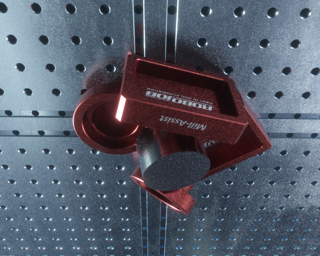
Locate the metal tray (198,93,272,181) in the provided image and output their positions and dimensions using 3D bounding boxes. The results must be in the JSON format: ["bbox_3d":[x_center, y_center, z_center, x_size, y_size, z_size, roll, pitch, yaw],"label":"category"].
[{"bbox_3d":[0.072,0.019,0.425,0.130,0.030,0.090,-29,125,22],"label":"metal tray"}]

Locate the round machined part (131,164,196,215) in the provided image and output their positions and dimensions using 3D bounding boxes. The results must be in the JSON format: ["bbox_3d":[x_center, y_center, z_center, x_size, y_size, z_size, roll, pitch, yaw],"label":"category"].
[{"bbox_3d":[0.010,0.080,0.446,0.098,0.042,0.098,31,164,11],"label":"round machined part"}]

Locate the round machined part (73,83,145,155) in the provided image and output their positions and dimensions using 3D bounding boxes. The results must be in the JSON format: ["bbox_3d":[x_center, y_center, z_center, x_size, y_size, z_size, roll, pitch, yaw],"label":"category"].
[{"bbox_3d":[-0.054,-0.015,0.387,0.099,0.042,0.097,-1,130,0],"label":"round machined part"}]

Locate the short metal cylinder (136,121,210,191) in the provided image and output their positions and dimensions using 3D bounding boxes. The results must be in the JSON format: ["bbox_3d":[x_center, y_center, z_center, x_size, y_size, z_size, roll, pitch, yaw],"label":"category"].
[{"bbox_3d":[0.015,0.033,0.375,0.081,0.050,0.080,-9,140,-8],"label":"short metal cylinder"}]

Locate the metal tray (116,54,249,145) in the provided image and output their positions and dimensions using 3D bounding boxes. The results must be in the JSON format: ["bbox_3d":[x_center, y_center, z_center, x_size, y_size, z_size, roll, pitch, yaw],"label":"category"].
[{"bbox_3d":[0.023,-0.034,0.340,0.131,0.090,0.030,12,129,-11],"label":"metal tray"}]
